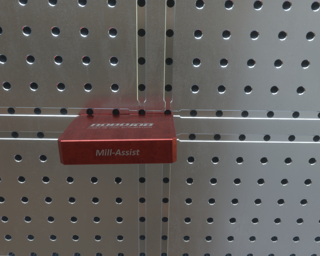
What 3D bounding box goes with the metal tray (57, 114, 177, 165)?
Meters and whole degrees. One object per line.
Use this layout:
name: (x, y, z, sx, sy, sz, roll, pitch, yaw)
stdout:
metal tray: (-0.047, 0.011, 0.382, 0.131, 0.090, 0.030, -1, 110, 0)
